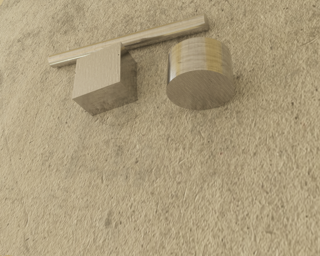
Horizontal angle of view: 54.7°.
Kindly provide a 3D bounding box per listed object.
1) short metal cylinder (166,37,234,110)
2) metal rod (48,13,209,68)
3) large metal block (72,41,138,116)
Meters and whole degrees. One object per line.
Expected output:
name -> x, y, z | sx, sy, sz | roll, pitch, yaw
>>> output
short metal cylinder -> 0.049, -0.065, 0.383 | 0.080, 0.080, 0.050 | -11, 57, 22
metal rod -> -0.066, -0.143, 0.525 | 0.300, 0.025, 0.025 | -7, 59, 24
large metal block -> -0.083, -0.075, 0.477 | 0.080, 0.050, 0.080 | -17, 55, 18
